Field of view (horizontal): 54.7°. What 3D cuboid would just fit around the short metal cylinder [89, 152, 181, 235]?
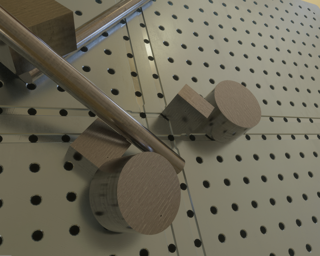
[{"bbox_3d":[-0.025,0.067,0.321,0.081,0.050,0.080,13,70,-40],"label":"short metal cylinder"}]

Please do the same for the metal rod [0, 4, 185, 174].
[{"bbox_3d":[-0.081,-0.040,0.329,0.300,0.025,0.025,41,49,-25],"label":"metal rod"}]

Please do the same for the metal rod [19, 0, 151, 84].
[{"bbox_3d":[-0.086,-0.154,0.455,0.025,0.025,0.301,40,51,-2],"label":"metal rod"}]

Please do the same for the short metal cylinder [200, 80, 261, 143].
[{"bbox_3d":[0.102,-0.024,0.461,0.081,0.050,0.080,14,56,-21],"label":"short metal cylinder"}]

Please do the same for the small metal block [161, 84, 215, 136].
[{"bbox_3d":[0.038,-0.024,0.427,0.050,0.050,0.025,40,51,-1],"label":"small metal block"}]

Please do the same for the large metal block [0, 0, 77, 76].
[{"bbox_3d":[-0.156,-0.115,0.358,0.080,0.050,0.080,36,53,23],"label":"large metal block"}]

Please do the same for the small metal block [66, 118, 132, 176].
[{"bbox_3d":[-0.070,0.024,0.356,0.050,0.025,0.050,39,51,-2],"label":"small metal block"}]
